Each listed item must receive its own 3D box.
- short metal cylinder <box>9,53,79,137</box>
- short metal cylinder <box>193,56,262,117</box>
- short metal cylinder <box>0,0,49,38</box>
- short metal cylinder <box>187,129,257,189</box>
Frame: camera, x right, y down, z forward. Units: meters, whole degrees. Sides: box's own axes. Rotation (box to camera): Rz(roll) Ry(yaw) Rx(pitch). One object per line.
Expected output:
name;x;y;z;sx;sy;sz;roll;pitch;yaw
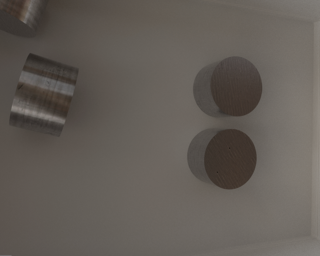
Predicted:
short metal cylinder;-0.124;-0.035;0.336;0.050;0.080;0.080;16;85;-20
short metal cylinder;0.094;-0.055;0.433;0.081;0.050;0.079;0;90;-21
short metal cylinder;-0.162;-0.136;0.321;0.081;0.080;0.050;19;84;-20
short metal cylinder;0.085;0.041;0.430;0.081;0.050;0.079;0;90;-21
